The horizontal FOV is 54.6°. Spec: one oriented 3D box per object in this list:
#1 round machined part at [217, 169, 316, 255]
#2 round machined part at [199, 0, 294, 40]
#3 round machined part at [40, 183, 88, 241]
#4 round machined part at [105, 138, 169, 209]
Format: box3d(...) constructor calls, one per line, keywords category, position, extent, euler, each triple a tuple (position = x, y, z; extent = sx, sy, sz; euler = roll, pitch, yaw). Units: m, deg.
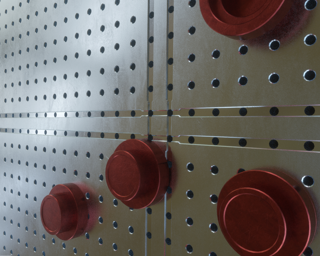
box3d(category="round machined part", position=(0.100, 0.092, 0.316), extent=(0.098, 0.042, 0.097), euler=(0, 90, 40))
box3d(category="round machined part", position=(0.093, -0.141, 0.322), extent=(0.098, 0.042, 0.097), euler=(0, 90, 40))
box3d(category="round machined part", position=(-0.173, 0.148, 0.543), extent=(0.098, 0.042, 0.097), euler=(0, 90, 40))
box3d(category="round machined part", position=(-0.038, 0.064, 0.431), extent=(0.098, 0.042, 0.097), euler=(0, 90, 40))
